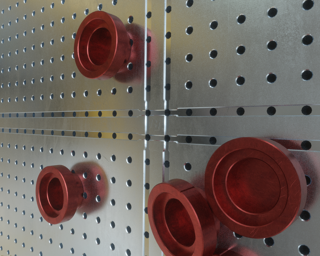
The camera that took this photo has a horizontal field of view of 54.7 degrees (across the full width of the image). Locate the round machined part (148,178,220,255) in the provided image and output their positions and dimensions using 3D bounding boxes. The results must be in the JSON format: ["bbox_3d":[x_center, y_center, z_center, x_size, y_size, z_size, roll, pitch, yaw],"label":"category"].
[{"bbox_3d":[0.031,0.106,0.360,0.098,0.042,0.097,19,114,50],"label":"round machined part"}]

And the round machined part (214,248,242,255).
[{"bbox_3d":[0.066,0.189,0.342,0.098,0.042,0.097,0,90,39],"label":"round machined part"}]

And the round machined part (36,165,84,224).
[{"bbox_3d":[-0.170,0.112,0.535,0.098,0.042,0.097,0,90,39],"label":"round machined part"}]

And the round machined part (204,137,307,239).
[{"bbox_3d":[0.098,0.057,0.316,0.098,0.042,0.097,0,89,39],"label":"round machined part"}]

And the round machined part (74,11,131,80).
[{"bbox_3d":[-0.082,-0.120,0.463,0.098,0.042,0.097,0,90,39],"label":"round machined part"}]
